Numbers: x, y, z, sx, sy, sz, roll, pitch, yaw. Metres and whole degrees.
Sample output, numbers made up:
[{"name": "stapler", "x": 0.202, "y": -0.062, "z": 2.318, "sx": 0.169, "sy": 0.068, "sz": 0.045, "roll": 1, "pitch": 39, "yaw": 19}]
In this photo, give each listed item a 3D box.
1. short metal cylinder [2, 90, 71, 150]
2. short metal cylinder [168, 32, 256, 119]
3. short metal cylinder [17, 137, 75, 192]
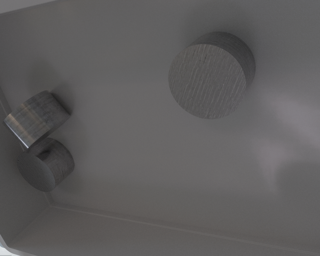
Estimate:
[{"name": "short metal cylinder", "x": -0.182, "y": -0.012, "z": 0.462, "sx": 0.080, "sy": 0.080, "sz": 0.050, "roll": -33, "pitch": 100, "yaw": 38}, {"name": "short metal cylinder", "x": 0.056, "y": -0.056, "z": 0.329, "sx": 0.080, "sy": 0.050, "sz": 0.079, "roll": 13, "pitch": 124, "yaw": 21}, {"name": "short metal cylinder", "x": -0.197, "y": 0.063, "z": 0.536, "sx": 0.080, "sy": 0.050, "sz": 0.079, "roll": 13, "pitch": 124, "yaw": 21}]
